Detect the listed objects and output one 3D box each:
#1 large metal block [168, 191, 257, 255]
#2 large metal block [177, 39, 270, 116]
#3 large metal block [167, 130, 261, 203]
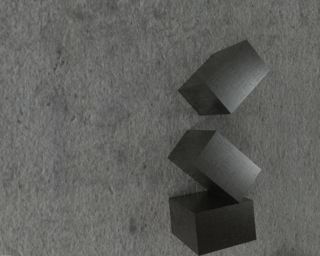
[{"bbox_3d":[0.066,0.118,0.406,0.081,0.080,0.050,-6,93,-20],"label":"large metal block"},{"bbox_3d":[0.082,-0.063,0.411,0.080,0.080,0.050,-47,105,-14],"label":"large metal block"},{"bbox_3d":[0.068,0.047,0.406,0.080,0.080,0.050,40,77,-16],"label":"large metal block"}]
